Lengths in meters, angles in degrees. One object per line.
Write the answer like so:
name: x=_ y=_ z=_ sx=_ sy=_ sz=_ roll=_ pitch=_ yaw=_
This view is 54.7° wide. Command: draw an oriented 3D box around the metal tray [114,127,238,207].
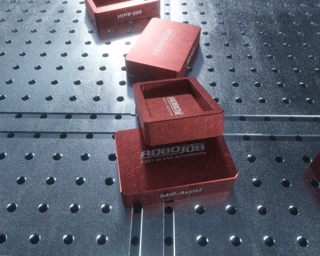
metal tray: x=0.016 y=0.038 z=0.372 sx=0.131 sy=0.030 sz=0.090 roll=-8 pitch=51 yaw=-7

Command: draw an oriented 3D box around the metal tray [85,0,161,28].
metal tray: x=-0.075 y=-0.246 z=0.610 sx=0.131 sy=0.030 sz=0.090 roll=-18 pitch=53 yaw=-15

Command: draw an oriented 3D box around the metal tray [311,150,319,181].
metal tray: x=0.259 y=0.059 z=0.357 sx=0.131 sy=0.030 sz=0.090 roll=-6 pitch=50 yaw=-6

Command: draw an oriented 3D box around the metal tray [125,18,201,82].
metal tray: x=0.008 y=-0.130 z=0.514 sx=0.090 sy=0.030 sz=0.130 roll=15 pitch=51 yaw=12

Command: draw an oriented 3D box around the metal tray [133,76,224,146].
metal tray: x=0.017 y=-0.027 z=0.396 sx=0.091 sy=0.030 sz=0.130 roll=-8 pitch=28 yaw=-7
